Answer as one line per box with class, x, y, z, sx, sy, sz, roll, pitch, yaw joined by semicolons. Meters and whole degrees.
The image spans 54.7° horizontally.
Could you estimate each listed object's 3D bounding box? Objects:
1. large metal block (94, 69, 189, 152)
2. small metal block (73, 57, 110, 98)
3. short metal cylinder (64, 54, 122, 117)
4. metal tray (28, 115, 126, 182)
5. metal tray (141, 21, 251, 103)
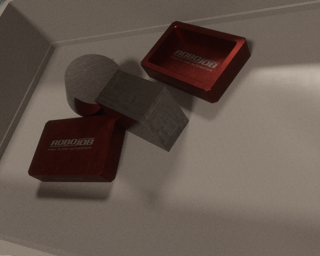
large metal block;-0.021;-0.022;0.393;0.080;0.080;0.050;25;75;36
small metal block;-0.114;-0.084;0.515;0.050;0.025;0.050;-14;56;20
short metal cylinder;-0.095;-0.059;0.449;0.081;0.050;0.080;5;66;-12
metal tray;-0.119;0.030;0.444;0.130;0.030;0.090;-4;60;25
metal tray;0.047;-0.097;0.436;0.130;0.030;0.090;29;77;37
